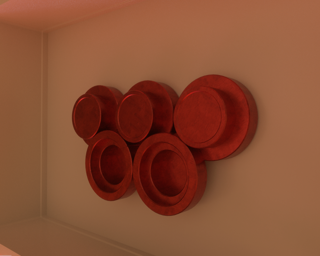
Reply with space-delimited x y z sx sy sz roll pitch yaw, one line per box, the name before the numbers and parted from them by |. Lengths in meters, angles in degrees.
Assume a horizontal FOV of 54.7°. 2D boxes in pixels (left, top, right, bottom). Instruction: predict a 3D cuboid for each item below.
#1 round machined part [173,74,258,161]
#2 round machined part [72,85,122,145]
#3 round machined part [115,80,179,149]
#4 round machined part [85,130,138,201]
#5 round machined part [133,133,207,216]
round machined part | 0.054 -0.011 0.348 0.098 0.042 0.097 -1 89 40
round machined part | -0.097 -0.017 0.472 0.098 0.042 0.097 -1 88 39
round machined part | -0.021 -0.015 0.411 0.098 0.042 0.097 -1 89 40
round machined part | -0.060 0.052 0.443 0.098 0.042 0.097 0 90 40
round machined part | 0.016 0.054 0.380 0.098 0.042 0.097 0 90 40
